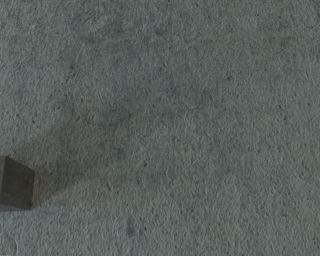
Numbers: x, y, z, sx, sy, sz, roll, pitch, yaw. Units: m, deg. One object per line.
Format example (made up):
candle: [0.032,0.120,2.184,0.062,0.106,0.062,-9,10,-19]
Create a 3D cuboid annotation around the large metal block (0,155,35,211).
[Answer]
large metal block: [-0.201,0.067,0.353,0.081,0.080,0.050,-2,70,-1]
